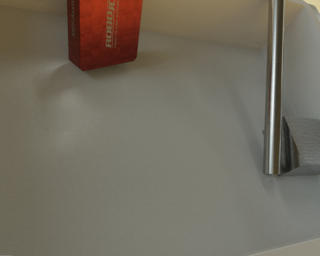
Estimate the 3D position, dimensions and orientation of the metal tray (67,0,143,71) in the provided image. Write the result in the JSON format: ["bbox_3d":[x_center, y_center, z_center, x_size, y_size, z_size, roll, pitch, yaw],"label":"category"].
[{"bbox_3d":[-0.068,-0.143,0.391,0.091,0.129,0.030,-21,46,-36],"label":"metal tray"}]

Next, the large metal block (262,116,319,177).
[{"bbox_3d":[0.222,0.030,0.494,0.081,0.050,0.080,3,60,-27],"label":"large metal block"}]

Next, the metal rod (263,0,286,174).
[{"bbox_3d":[0.176,-0.080,0.475,0.025,0.025,0.298,7,83,-25],"label":"metal rod"}]
